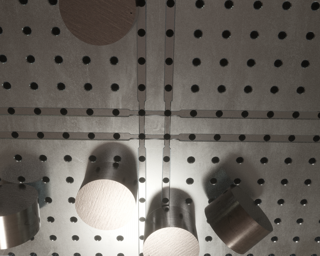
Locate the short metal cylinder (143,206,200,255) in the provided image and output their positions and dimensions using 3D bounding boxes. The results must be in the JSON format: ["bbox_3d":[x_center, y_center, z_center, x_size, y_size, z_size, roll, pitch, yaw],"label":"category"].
[{"bbox_3d":[0.016,0.164,0.461,0.081,0.050,0.079,0,110,-1],"label":"short metal cylinder"}]

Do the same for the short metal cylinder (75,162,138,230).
[{"bbox_3d":[-0.072,0.094,0.434,0.081,0.050,0.079,0,110,-1],"label":"short metal cylinder"}]

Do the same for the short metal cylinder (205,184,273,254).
[{"bbox_3d":[0.109,0.126,0.432,0.080,0.080,0.050,40,105,-14],"label":"short metal cylinder"}]

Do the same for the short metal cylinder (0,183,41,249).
[{"bbox_3d":[-0.209,0.118,0.425,0.081,0.080,0.050,3,110,-2],"label":"short metal cylinder"}]

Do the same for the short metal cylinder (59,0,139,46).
[{"bbox_3d":[-0.066,-0.136,0.349,0.081,0.050,0.079,0,110,-1],"label":"short metal cylinder"}]
